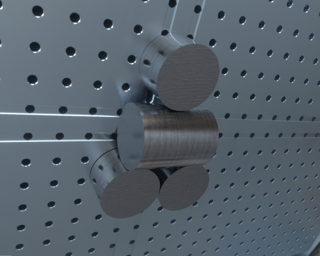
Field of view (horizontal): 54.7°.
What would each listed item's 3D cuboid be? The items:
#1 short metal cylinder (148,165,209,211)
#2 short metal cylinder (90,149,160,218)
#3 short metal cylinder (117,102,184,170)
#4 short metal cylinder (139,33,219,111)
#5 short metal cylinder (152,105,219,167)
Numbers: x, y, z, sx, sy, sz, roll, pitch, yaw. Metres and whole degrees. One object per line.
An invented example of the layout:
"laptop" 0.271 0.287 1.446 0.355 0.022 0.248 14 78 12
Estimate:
"short metal cylinder" 0.024 0.073 0.454 0.081 0.050 0.079 -14 125 -21
"short metal cylinder" -0.047 0.073 0.415 0.081 0.050 0.079 -14 125 -21
"short metal cylinder" -0.014 0.010 0.376 0.050 0.080 0.079 0 118 -29
"short metal cylinder" 0.022 -0.067 0.367 0.081 0.050 0.079 -14 125 -21
"short metal cylinder" 0.030 0.009 0.400 0.050 0.080 0.079 0 118 -29
